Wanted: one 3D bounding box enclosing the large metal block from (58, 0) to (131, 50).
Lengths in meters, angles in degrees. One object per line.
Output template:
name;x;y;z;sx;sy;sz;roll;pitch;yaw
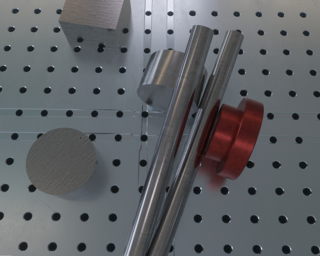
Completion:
large metal block;-0.093;-0.169;0.459;0.080;0.050;0.080;9;70;3

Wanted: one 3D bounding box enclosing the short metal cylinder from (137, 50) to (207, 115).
short metal cylinder;0.016;-0.057;0.403;0.080;0.080;0.050;17;71;6

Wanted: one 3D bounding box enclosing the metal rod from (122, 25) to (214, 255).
metal rod;0.005;0.033;0.347;0.025;0.025;0.298;17;91;6

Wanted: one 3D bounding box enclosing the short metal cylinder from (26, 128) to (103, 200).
short metal cylinder;-0.114;0.045;0.381;0.081;0.050;0.080;0;70;0

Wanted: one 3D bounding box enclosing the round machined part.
round machined part;0.083;0.009;0.370;0.042;0.098;0.098;20;71;5

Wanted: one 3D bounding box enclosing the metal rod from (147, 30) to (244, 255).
metal rod;0.046;0.016;0.381;0.025;0.025;0.299;20;80;7
